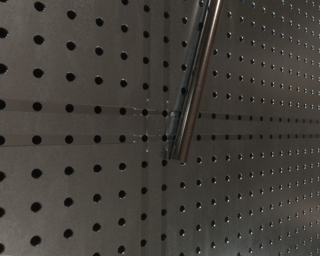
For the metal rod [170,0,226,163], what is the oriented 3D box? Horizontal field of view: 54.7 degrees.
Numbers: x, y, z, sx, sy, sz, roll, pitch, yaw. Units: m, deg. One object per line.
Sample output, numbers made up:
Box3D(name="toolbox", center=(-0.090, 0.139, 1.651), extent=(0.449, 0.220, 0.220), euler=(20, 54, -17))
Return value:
Box3D(name="metal rod", center=(0.063, -0.095, 0.463), extent=(0.025, 0.025, 0.299), euler=(24, 75, -38))
